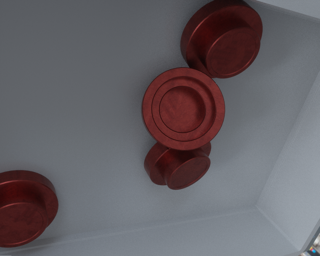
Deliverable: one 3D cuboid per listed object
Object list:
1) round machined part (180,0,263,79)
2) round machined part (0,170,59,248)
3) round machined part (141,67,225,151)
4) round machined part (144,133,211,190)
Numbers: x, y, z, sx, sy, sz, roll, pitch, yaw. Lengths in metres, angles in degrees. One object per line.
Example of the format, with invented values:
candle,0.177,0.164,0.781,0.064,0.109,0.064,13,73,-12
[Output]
round machined part,0.077,-0.097,0.365,0.099,0.042,0.097,-14,139,-12
round machined part,-0.172,0.102,0.368,0.099,0.042,0.097,-14,125,-21
round machined part,0.026,-0.022,0.380,0.099,0.042,0.097,0,89,-7
round machined part,0.031,0.049,0.432,0.099,0.042,0.097,-21,142,-18
